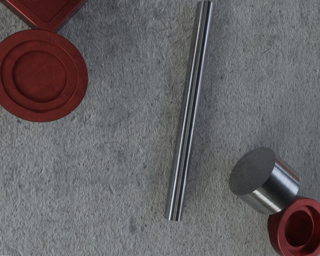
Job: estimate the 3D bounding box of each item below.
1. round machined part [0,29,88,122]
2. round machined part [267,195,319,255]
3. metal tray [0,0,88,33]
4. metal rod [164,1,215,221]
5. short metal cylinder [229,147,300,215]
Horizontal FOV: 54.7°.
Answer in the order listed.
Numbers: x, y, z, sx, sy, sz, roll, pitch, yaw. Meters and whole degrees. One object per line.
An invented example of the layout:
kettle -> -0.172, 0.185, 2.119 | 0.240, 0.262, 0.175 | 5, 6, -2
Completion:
round machined part -> -0.133, -0.057, 0.345 | 0.099, 0.042, 0.097 | -4, 102, -20
round machined part -> 0.207, 0.153, 0.479 | 0.099, 0.042, 0.097 | 0, 90, -21
metal tray -> -0.123, -0.181, 0.360 | 0.090, 0.030, 0.130 | 41, 77, -16
metal rod -> 0.041, -0.025, 0.425 | 0.025, 0.025, 0.298 | 10, 87, -20
short metal cylinder -> 0.145, 0.073, 0.435 | 0.050, 0.080, 0.080 | 39, 77, -16
